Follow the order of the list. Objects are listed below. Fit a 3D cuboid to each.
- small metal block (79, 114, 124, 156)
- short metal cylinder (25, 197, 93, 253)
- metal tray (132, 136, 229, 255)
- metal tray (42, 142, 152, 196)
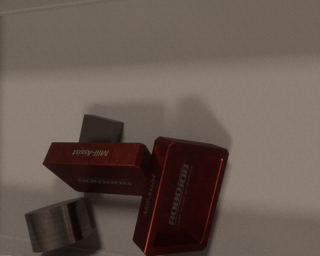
[{"bbox_3d":[-0.084,0.011,0.439,0.050,0.025,0.050,14,95,19],"label":"small metal block"},{"bbox_3d":[-0.139,0.132,0.429,0.080,0.080,0.050,-17,85,19],"label":"short metal cylinder"},{"bbox_3d":[0.026,0.080,0.366,0.030,0.091,0.129,19,98,56],"label":"metal tray"},{"bbox_3d":[-0.069,0.054,0.398,0.130,0.090,0.030,-1,56,19],"label":"metal tray"}]
